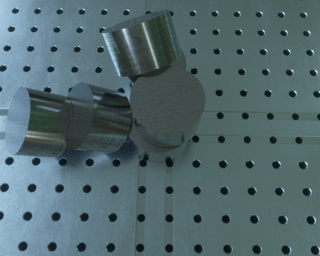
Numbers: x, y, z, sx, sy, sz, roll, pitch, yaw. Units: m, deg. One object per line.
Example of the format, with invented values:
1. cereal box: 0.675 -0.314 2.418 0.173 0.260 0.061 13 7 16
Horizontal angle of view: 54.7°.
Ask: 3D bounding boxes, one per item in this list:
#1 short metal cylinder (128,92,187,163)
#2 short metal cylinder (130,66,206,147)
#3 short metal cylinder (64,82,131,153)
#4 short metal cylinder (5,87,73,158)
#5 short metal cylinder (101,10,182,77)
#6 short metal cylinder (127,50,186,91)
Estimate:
1. short metal cylinder: -0.001 0.000 0.398 0.081 0.050 0.080 0 70 0
2. short metal cylinder: 0.008 -0.023 0.352 0.081 0.050 0.080 0 70 0
3. short metal cylinder: -0.079 -0.011 0.378 0.050 0.080 0.080 11 63 -41
4. short metal cylinder: -0.148 -0.005 0.376 0.050 0.080 0.080 11 63 -42
5. short metal cylinder: -0.021 -0.099 0.358 0.080 0.080 0.050 -22 115 -8
6. short metal cylinder: -0.006 -0.076 0.425 0.081 0.050 0.080 0 70 0
